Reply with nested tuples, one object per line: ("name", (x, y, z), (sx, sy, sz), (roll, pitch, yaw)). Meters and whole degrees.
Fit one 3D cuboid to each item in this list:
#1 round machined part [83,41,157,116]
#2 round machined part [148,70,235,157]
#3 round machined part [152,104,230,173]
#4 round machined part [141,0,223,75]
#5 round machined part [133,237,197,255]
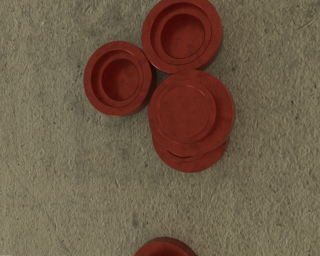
("round machined part", (-0.050, -0.064, 0.417), (0.098, 0.042, 0.097), (0, 90, 20))
("round machined part", (0.032, -0.016, 0.344), (0.098, 0.042, 0.097), (0, 89, 20))
("round machined part", (0.035, 0.008, 0.387), (0.098, 0.042, 0.097), (0, 90, 20))
("round machined part", (0.030, -0.112, 0.388), (0.098, 0.042, 0.097), (0, 89, 18))
("round machined part", (0.004, 0.196, 0.398), (0.098, 0.042, 0.097), (0, 90, 20))
